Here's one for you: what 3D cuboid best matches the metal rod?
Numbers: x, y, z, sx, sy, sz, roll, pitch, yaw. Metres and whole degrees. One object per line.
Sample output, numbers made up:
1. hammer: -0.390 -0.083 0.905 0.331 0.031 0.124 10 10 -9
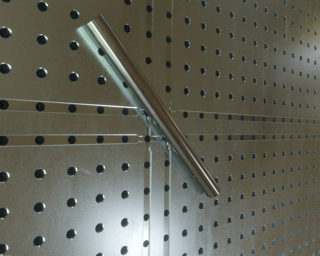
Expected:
1. metal rod: 0.004 -0.012 0.411 0.025 0.025 0.300 -50 120 -28
